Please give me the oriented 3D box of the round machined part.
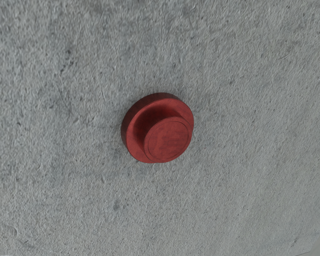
[{"bbox_3d":[0.002,0.007,0.404,0.099,0.042,0.097,-14,125,-21],"label":"round machined part"}]
